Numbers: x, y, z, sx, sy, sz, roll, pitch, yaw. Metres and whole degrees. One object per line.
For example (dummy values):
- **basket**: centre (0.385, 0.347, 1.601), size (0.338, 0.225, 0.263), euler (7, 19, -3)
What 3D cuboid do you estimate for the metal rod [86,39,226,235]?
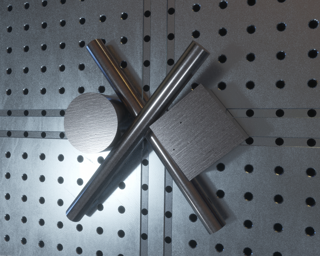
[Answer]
- **metal rod**: centre (-0.011, 0.003, 0.412), size (0.025, 0.025, 0.299), euler (-37, 78, 16)

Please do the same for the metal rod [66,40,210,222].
- **metal rod**: centre (-0.040, 0.018, 0.400), size (0.025, 0.025, 0.299), euler (44, 112, 14)

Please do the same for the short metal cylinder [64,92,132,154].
- **short metal cylinder**: centre (-0.082, -0.007, 0.424), size (0.080, 0.050, 0.079), euler (0, 90, 20)

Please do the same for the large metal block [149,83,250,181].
- **large metal block**: centre (0.049, 0.005, 0.377), size (0.080, 0.050, 0.080), euler (-40, 78, 15)
